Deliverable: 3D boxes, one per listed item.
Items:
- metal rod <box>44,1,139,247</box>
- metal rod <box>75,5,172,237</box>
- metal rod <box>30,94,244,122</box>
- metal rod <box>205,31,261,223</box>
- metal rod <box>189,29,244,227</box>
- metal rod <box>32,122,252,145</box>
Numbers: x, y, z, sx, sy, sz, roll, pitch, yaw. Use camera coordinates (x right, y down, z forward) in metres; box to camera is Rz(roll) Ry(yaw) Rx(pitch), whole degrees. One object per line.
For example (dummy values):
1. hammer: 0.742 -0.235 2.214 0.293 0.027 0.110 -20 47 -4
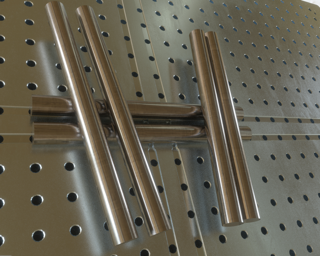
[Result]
1. metal rod: -0.083 -0.022 0.345 0.025 0.025 0.299 -8 66 -32
2. metal rod: -0.050 -0.025 0.364 0.025 0.025 0.299 -8 66 -32
3. metal rod: -0.010 -0.023 0.417 0.302 0.025 0.025 1 62 -28
4. metal rod: 0.094 -0.021 0.440 0.025 0.025 0.299 9 58 -24
5. metal rod: 0.071 -0.020 0.427 0.025 0.025 0.299 9 58 -24
6. metal rod: -0.002 0.007 0.403 0.302 0.025 0.025 1 62 -28
